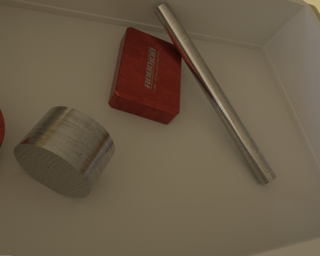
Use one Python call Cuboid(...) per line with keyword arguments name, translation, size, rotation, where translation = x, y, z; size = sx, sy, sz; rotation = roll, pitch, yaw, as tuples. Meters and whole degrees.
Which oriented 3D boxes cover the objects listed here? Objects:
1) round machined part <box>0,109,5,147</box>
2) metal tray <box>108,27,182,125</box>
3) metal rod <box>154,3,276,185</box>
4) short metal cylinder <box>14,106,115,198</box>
Cuboid(name="round machined part", translation=(-0.197, 0.000, 0.274), size=(0.098, 0.042, 0.098), rotation=(31, 45, -37))
Cuboid(name="metal tray", translation=(-0.017, -0.076, 0.442), size=(0.091, 0.030, 0.130), rotation=(17, 55, -19))
Cuboid(name="metal rod", translation=(0.079, -0.052, 0.456), size=(0.025, 0.025, 0.299), rotation=(-28, 85, -38))
Cuboid(name="short metal cylinder", translation=(-0.092, 0.025, 0.306), size=(0.080, 0.080, 0.050), rotation=(33, 51, -7))
